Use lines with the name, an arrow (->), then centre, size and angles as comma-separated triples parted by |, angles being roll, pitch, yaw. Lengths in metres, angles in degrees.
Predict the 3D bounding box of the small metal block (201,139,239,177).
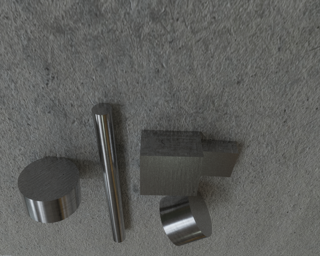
small metal block -> 0.080, 0.044, 0.446 | 0.050, 0.025, 0.050 | 4, 130, -4

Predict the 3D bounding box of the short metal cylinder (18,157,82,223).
short metal cylinder -> -0.155, 0.087, 0.443 | 0.081, 0.080, 0.050 | 4, 130, -4

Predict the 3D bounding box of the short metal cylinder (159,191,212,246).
short metal cylinder -> 0.042, 0.139, 0.491 | 0.050, 0.080, 0.080 | -25, 126, 19

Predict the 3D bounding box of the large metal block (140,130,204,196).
large metal block -> 0.013, 0.050, 0.434 | 0.081, 0.050, 0.079 | 1, 130, -2

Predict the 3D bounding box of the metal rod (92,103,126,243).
metal rod -> -0.074, 0.090, 0.482 | 0.025, 0.025, 0.298 | 0, 130, -1
